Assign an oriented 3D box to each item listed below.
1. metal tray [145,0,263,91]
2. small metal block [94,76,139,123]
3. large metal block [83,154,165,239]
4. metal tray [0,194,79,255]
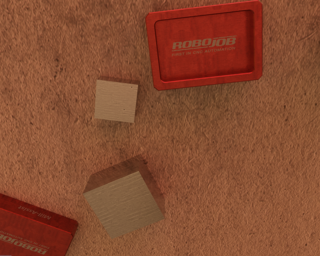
[{"bbox_3d":[0.053,-0.098,0.371,0.131,0.030,0.089,-6,110,2],"label":"metal tray"},{"bbox_3d":[-0.055,-0.037,0.396,0.050,0.025,0.050,7,110,-3],"label":"small metal block"},{"bbox_3d":[-0.047,0.095,0.431,0.080,0.050,0.080,-23,109,8],"label":"large metal block"},{"bbox_3d":[-0.201,0.161,0.465,0.131,0.030,0.089,23,108,-9],"label":"metal tray"}]
